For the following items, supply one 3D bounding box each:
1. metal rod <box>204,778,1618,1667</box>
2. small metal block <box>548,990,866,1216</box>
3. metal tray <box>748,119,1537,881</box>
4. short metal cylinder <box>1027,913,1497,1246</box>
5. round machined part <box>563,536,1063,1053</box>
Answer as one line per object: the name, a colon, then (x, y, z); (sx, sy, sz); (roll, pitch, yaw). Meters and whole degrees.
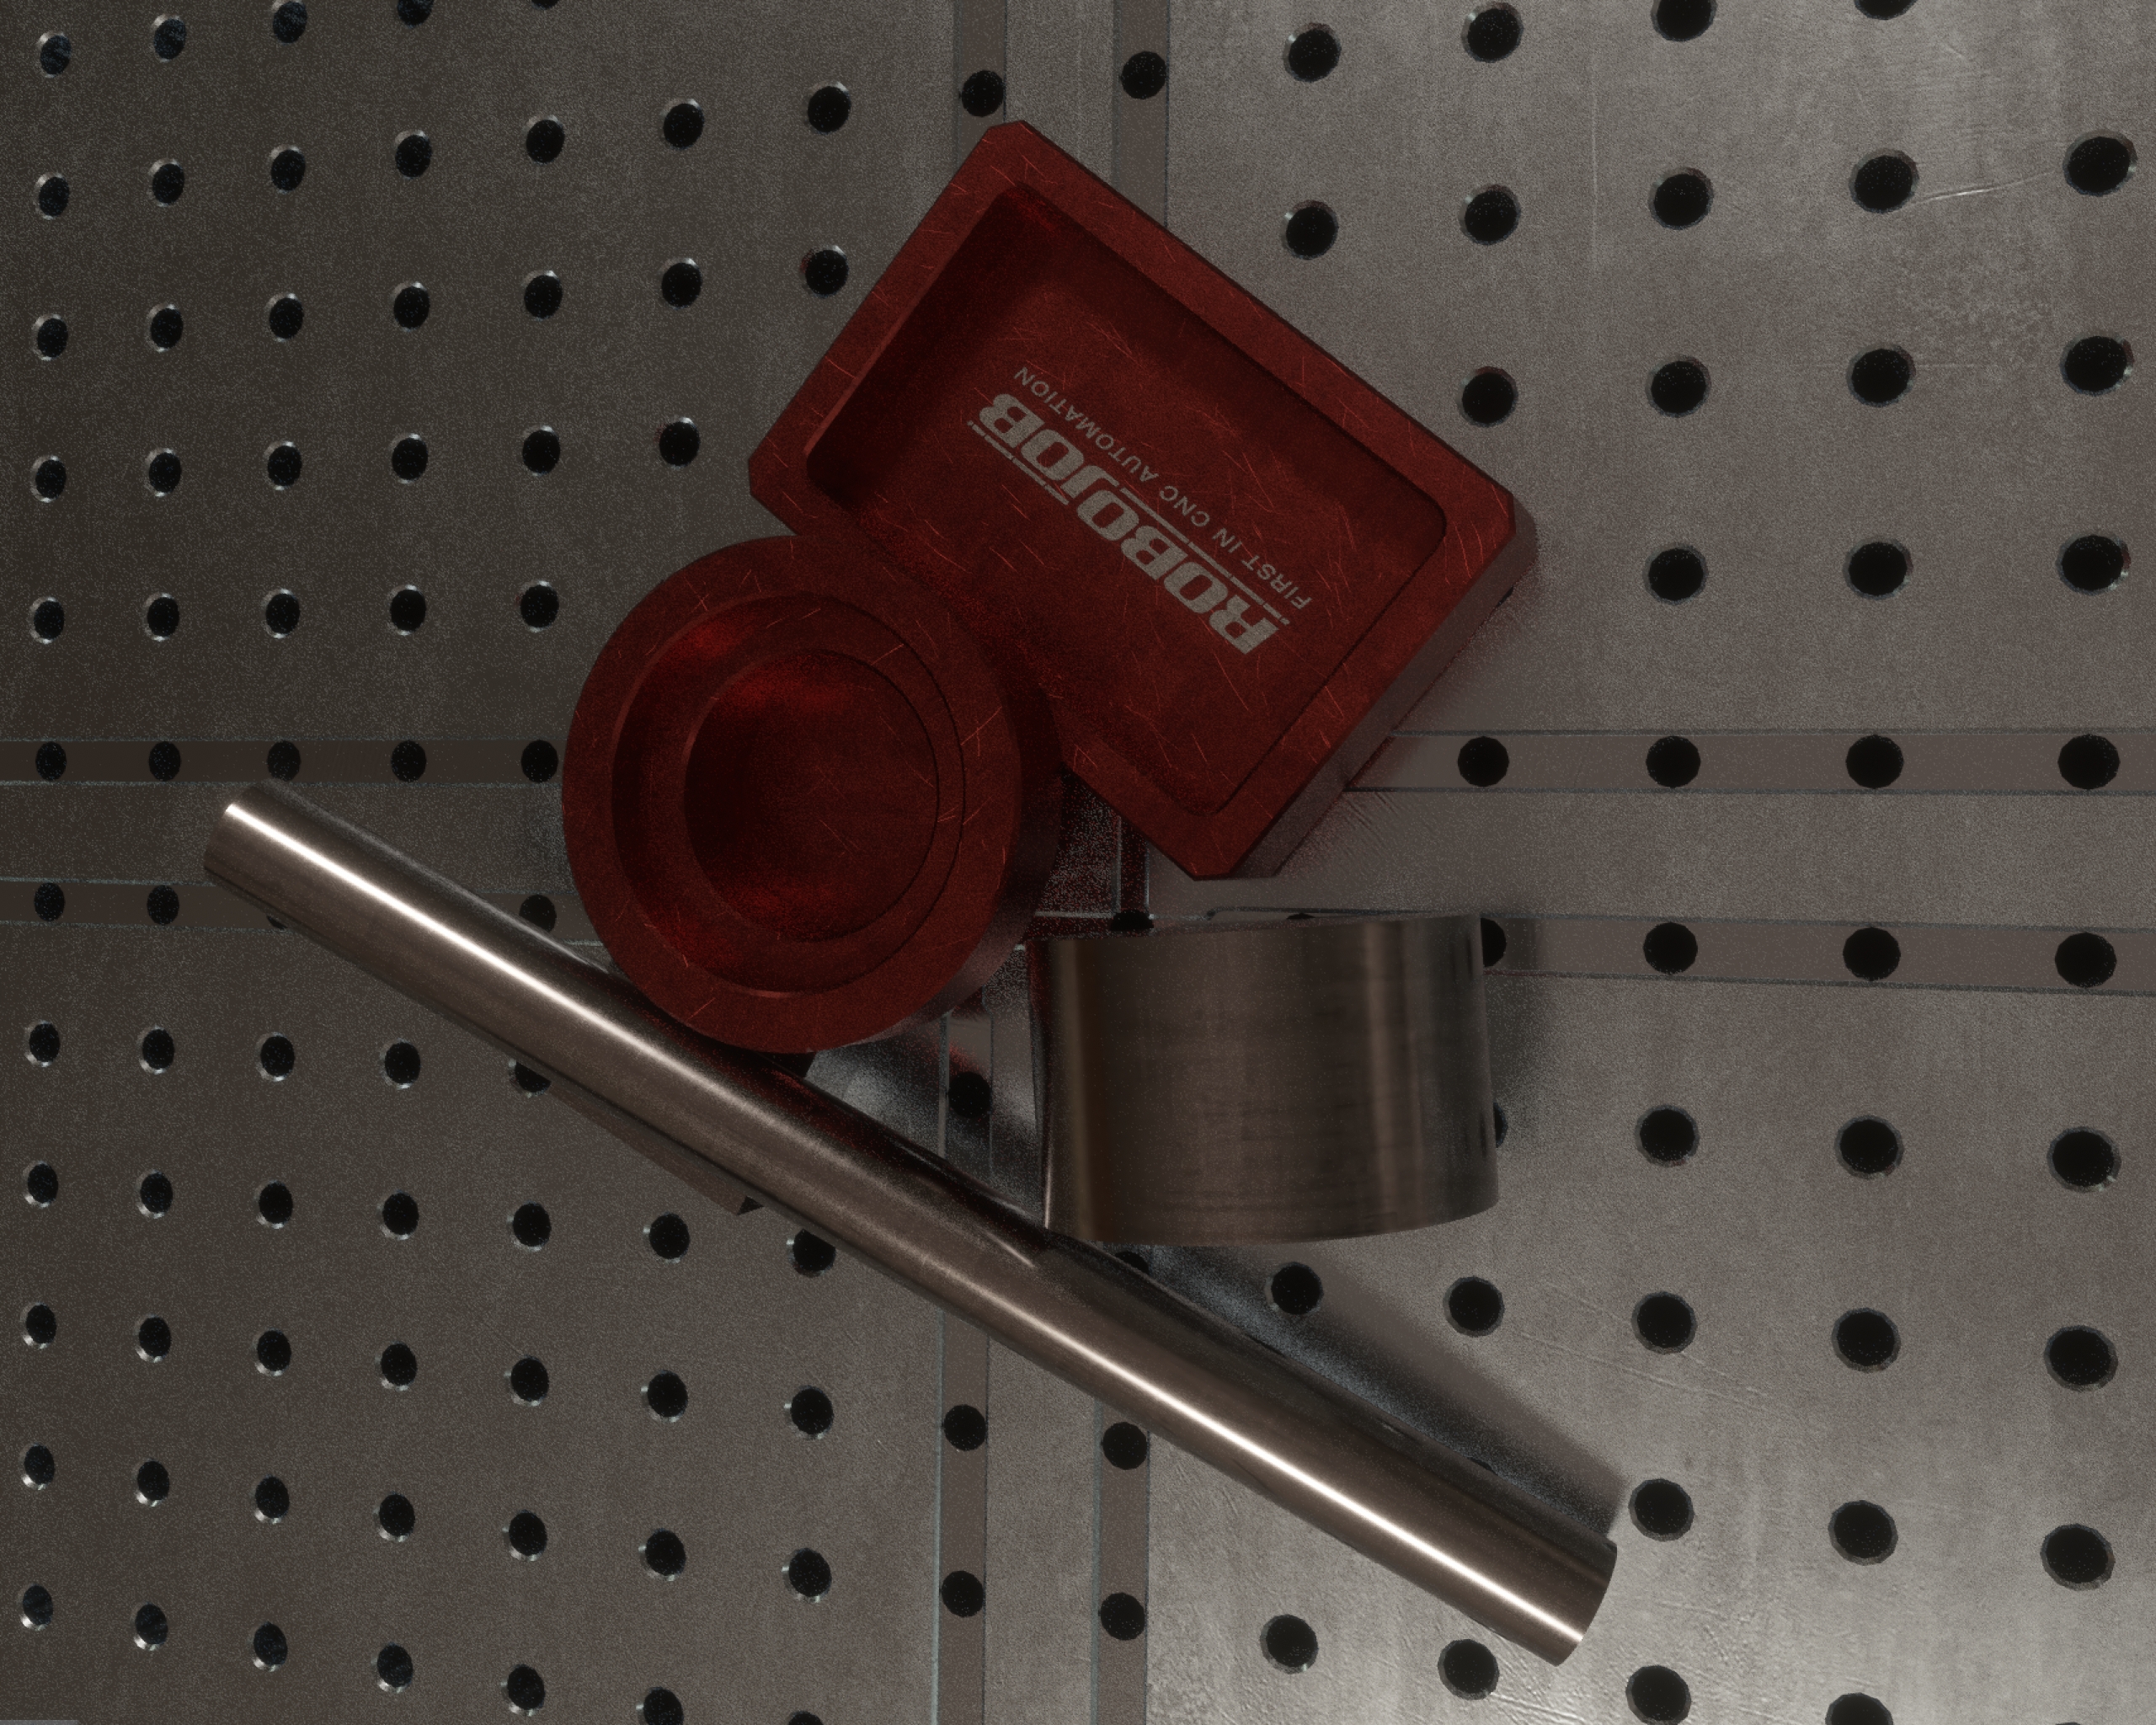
metal rod: (-0.038, 0.065, 0.403); (0.301, 0.025, 0.025); (28, 99, 8)
small metal block: (-0.075, 0.038, 0.438); (0.050, 0.025, 0.050); (30, 99, 17)
metal tray: (0.010, -0.069, 0.405); (0.130, 0.030, 0.090); (42, 102, 15)
short metal cylinder: (0.032, 0.036, 0.370); (0.080, 0.080, 0.050); (-4, 89, 19)
round machined part: (-0.048, -0.013, 0.411); (0.098, 0.042, 0.097); (0, 90, 21)
